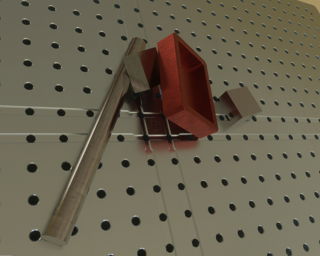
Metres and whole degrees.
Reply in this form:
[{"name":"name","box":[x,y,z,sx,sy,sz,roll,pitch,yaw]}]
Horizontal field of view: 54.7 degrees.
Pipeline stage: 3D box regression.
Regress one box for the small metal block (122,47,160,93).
[{"name":"small metal block","box":[-0.020,-0.080,0.426,0.050,0.025,0.050,-38,112,-56]}]

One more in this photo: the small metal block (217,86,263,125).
[{"name":"small metal block","box":[0.130,-0.037,0.503,0.050,0.025,0.050,-16,70,-35]}]

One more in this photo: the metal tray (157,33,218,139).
[{"name":"metal tray","box":[0.039,-0.060,0.439,0.090,0.030,0.130,30,46,-45]}]

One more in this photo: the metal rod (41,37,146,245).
[{"name":"metal rod","box":[-0.066,-0.011,0.379,0.025,0.025,0.300,26,52,-13]}]
